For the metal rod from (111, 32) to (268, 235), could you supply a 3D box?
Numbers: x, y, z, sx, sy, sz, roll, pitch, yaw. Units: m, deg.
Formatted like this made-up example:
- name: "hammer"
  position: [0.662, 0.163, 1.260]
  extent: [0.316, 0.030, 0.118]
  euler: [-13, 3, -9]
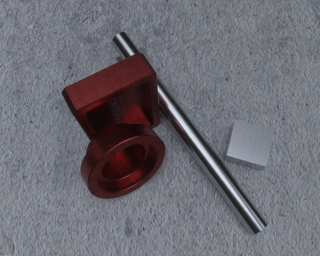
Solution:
- name: "metal rod"
  position: [0.031, -0.001, 0.392]
  extent: [0.025, 0.025, 0.299]
  euler: [-34, 80, -12]

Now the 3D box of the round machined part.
- name: "round machined part"
  position: [-0.046, 0.033, 0.360]
  extent: [0.098, 0.098, 0.042]
  euler: [-33, 54, -11]

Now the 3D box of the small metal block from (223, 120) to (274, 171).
- name: "small metal block"
  position: [0.114, 0.023, 0.401]
  extent: [0.050, 0.025, 0.050]
  euler: [16, 71, 5]

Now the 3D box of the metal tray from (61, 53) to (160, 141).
- name: "metal tray"
  position: [-0.048, -0.021, 0.359]
  extent: [0.090, 0.130, 0.030]
  euler: [-28, 69, -10]

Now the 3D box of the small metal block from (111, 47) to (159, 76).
- name: "small metal block"
  position: [-0.035, -0.079, 0.437]
  extent: [0.050, 0.025, 0.050]
  euler: [-25, 72, -9]
